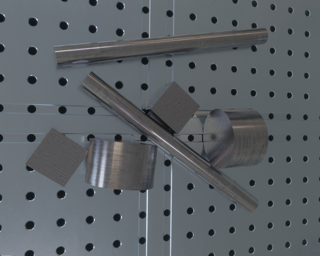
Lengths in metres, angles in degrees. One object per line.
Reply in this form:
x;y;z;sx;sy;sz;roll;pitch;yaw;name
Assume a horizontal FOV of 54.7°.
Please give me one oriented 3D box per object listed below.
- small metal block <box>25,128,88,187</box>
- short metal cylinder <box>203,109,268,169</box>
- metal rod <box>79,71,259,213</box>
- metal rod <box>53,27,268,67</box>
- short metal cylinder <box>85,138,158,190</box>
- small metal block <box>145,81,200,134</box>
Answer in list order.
-0.121;0.034;0.368;0.050;0.025;0.050;37;78;-17;small metal block
0.100;0.013;0.420;0.050;0.080;0.079;-2;91;-20;short metal cylinder
0.023;0.028;0.421;0.301;0.025;0.025;37;78;-16;metal rod
0.016;-0.112;0.418;0.302;0.025;0.025;-11;94;-20;metal rod
-0.045;0.041;0.367;0.081;0.080;0.050;7;88;-20;short metal cylinder
0.017;-0.027;0.419;0.050;0.025;0.050;43;77;-15;small metal block
